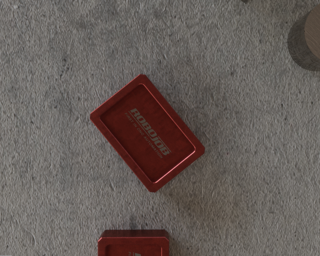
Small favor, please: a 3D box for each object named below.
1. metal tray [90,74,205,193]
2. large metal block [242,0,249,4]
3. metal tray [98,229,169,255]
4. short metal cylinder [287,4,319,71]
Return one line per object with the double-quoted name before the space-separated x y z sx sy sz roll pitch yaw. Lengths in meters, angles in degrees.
"metal tray" -0.016 0.007 0.407 0.090 0.030 0.130 -39 90 0
"large metal block" 0.107 -0.225 0.398 0.080 0.050 0.080 34 90 0
"metal tray" -0.033 0.203 0.407 0.091 0.030 0.129 0 90 0
"short metal cylinder" 0.215 -0.117 0.399 0.081 0.050 0.079 0 90 0
